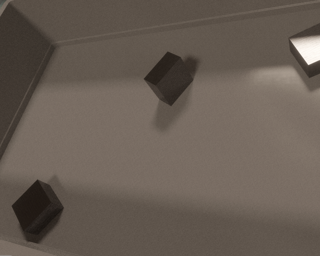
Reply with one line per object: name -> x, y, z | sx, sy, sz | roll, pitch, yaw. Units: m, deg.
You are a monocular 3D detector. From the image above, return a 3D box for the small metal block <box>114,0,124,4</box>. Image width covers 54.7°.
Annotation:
small metal block -> -0.074, -0.283, 0.619 | 0.050, 0.025, 0.050 | -19, 54, 16

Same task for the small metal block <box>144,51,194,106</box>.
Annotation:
small metal block -> 0.013, -0.066, 0.422 | 0.025, 0.050, 0.050 | 34, 81, 38

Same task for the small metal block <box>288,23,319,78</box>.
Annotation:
small metal block -> 0.188, -0.094, 0.365 | 0.050, 0.025, 0.050 | -24, 53, 13

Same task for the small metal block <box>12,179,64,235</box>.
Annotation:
small metal block -> -0.168, 0.108, 0.425 | 0.050, 0.025, 0.050 | -47, 52, -5
